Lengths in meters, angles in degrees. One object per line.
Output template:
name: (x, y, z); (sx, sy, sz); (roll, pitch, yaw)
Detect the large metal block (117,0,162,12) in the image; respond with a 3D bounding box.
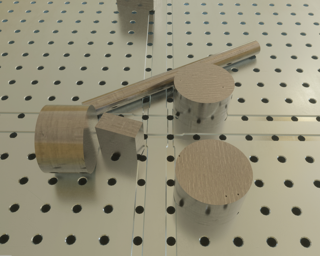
large metal block: (-0.042, -0.287, 0.612); (0.080, 0.080, 0.050); (15, 52, 12)

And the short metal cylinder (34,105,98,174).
short metal cylinder: (-0.104, 0.013, 0.360); (0.050, 0.080, 0.080); (0, 50, 0)

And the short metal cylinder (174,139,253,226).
short metal cylinder: (0.056, 0.059, 0.342); (0.080, 0.050, 0.080); (0, 50, 0)

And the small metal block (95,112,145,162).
small metal block: (-0.048, 0.012, 0.381); (0.050, 0.050, 0.025); (15, 52, 12)

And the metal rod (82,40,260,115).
metal rod: (0.029, -0.080, 0.474); (0.302, 0.025, 0.025); (-23, 54, -19)

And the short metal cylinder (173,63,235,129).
short metal cylinder: (0.059, -0.046, 0.430); (0.080, 0.050, 0.080); (0, 50, 0)
